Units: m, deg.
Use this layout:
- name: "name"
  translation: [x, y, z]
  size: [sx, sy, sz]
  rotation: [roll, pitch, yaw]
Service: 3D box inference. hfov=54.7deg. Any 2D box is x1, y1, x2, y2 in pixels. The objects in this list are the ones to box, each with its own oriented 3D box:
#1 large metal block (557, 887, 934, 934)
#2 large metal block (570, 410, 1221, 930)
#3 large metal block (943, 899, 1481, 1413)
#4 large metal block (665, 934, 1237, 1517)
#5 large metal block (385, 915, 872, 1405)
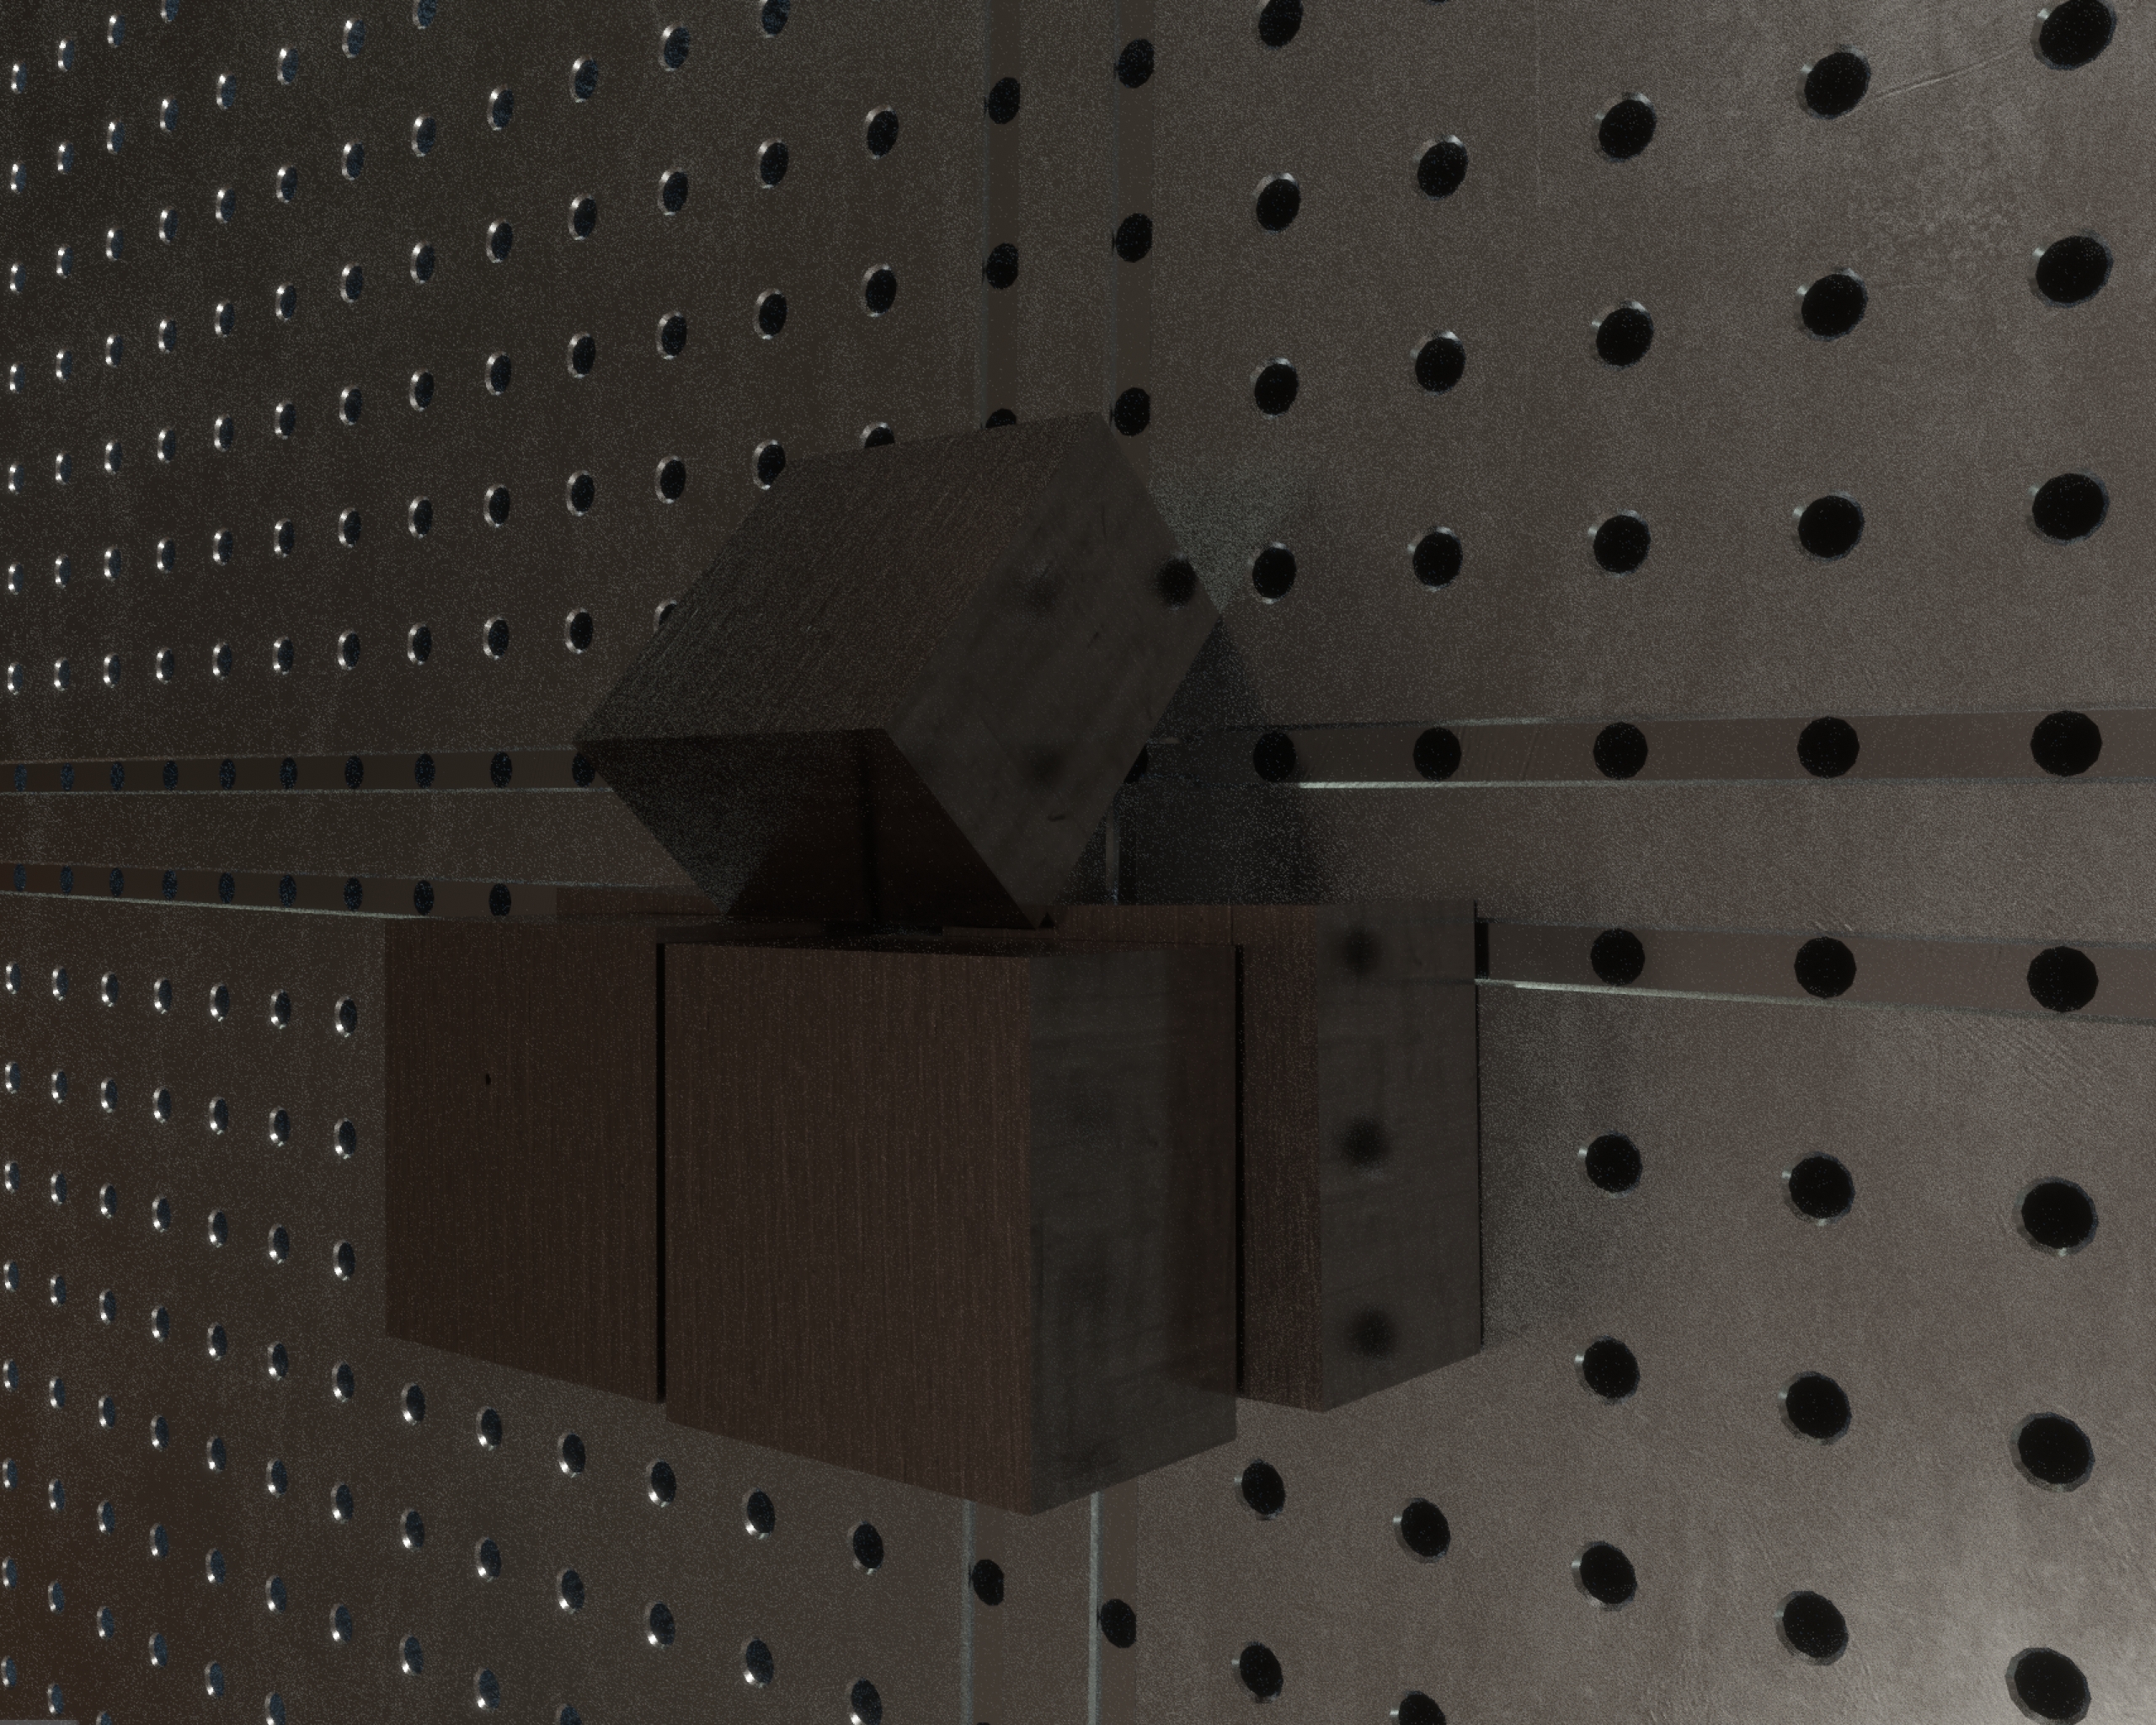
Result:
- name: "large metal block"
  translation: [-0.067, 0.046, 0.446]
  size: [0.080, 0.050, 0.079]
  rotation: [2, 91, 39]
- name: "large metal block"
  translation: [-0.033, -0.035, 0.391]
  size: [0.080, 0.050, 0.080]
  rotation: [1, 48, 39]
- name: "large metal block"
  translation: [0.023, 0.047, 0.372]
  size: [0.080, 0.050, 0.079]
  rotation: [-1, 89, 39]
- name: "large metal block"
  translation: [-0.022, 0.053, 0.341]
  size: [0.080, 0.050, 0.079]
  rotation: [0, 90, 39]
- name: "large metal block"
  translation: [-0.085, 0.050, 0.392]
  size: [0.080, 0.050, 0.079]
  rotation: [0, 90, 39]
